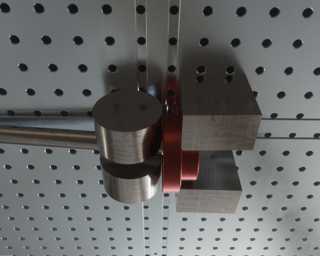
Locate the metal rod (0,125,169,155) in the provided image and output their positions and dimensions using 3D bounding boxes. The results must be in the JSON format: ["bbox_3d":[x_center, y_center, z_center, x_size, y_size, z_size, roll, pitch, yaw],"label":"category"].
[{"bbox_3d":[-0.121,0.014,0.407,0.302,0.025,0.025,4,130,1],"label":"metal rod"}]

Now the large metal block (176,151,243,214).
[{"bbox_3d":[0.063,0.071,0.438,0.081,0.080,0.050,2,130,-2],"label":"large metal block"}]

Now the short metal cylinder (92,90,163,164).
[{"bbox_3d":[-0.038,-0.003,0.373,0.081,0.080,0.050,1,131,-1],"label":"short metal cylinder"}]

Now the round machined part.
[{"bbox_3d":[0.024,0.032,0.391,0.042,0.098,0.097,1,130,-1],"label":"round machined part"}]

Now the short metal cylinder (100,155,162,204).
[{"bbox_3d":[-0.038,0.055,0.421,0.081,0.080,0.050,1,131,-1],"label":"short metal cylinder"}]

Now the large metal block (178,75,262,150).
[{"bbox_3d":[0.064,-0.020,0.360,0.081,0.080,0.050,0,130,0],"label":"large metal block"}]
